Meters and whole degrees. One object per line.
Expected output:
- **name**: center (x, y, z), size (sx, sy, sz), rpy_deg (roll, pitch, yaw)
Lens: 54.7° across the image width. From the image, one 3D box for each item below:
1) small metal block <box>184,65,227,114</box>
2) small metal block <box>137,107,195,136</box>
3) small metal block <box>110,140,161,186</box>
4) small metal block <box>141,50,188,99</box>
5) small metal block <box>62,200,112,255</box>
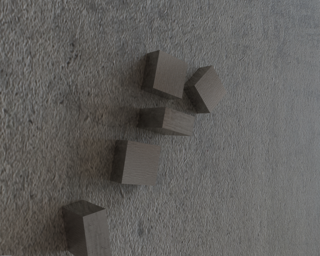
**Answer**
- **small metal block**: center (0.067, -0.057, 0.460), size (0.050, 0.025, 0.050), rpy_deg (-49, 119, -29)
- **small metal block**: center (0.007, -0.007, 0.394), size (0.050, 0.050, 0.025), rpy_deg (16, 80, -39)
- **small metal block**: center (-0.029, 0.043, 0.380), size (0.050, 0.025, 0.050), rpy_deg (13, 82, -39)
- **small metal block**: center (0.006, -0.069, 0.410), size (0.050, 0.025, 0.050), rpy_deg (16, 80, -39)
- **small metal block**: center (-0.077, 0.107, 0.324), size (0.025, 0.050, 0.050), rpy_deg (-10, 97, -40)
